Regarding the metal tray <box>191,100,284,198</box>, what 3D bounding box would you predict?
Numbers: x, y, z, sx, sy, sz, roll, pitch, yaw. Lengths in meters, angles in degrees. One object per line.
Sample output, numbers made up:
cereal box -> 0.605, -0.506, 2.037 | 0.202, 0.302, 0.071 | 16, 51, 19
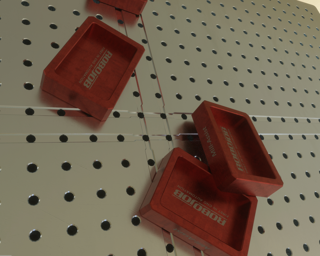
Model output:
metal tray -> 0.102, 0.026, 0.421 | 0.091, 0.030, 0.130 | 13, 43, -29

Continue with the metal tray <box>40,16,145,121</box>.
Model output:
metal tray -> -0.083, -0.082, 0.411 | 0.090, 0.030, 0.130 | 29, 52, -10

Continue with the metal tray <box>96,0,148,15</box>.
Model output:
metal tray -> -0.068, -0.260, 0.527 | 0.091, 0.030, 0.130 | 12, 57, -22

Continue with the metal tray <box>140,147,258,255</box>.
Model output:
metal tray -> 0.052, 0.094, 0.377 | 0.130, 0.030, 0.090 | 32, 51, -8
